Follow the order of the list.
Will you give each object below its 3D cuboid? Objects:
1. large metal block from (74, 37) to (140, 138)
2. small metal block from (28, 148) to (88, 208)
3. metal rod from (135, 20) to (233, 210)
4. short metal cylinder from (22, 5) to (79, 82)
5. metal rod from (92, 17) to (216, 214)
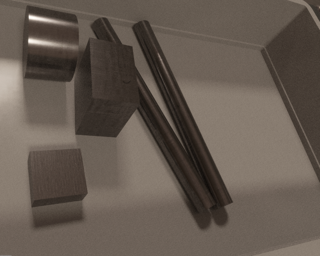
[{"bbox_3d":[-0.066,-0.044,0.363,0.050,0.080,0.080,5,60,-26],"label":"large metal block"},{"bbox_3d":[-0.106,0.050,0.319,0.050,0.025,0.050,-2,63,-29],"label":"small metal block"},{"bbox_3d":[0.026,-0.031,0.440,0.025,0.025,0.299,-10,67,-33],"label":"metal rod"},{"bbox_3d":[-0.129,-0.096,0.360,0.050,0.080,0.080,2,61,-28],"label":"short metal cylinder"},{"bbox_3d":[-0.015,-0.027,0.415,0.025,0.025,0.299,-19,72,-36],"label":"metal rod"}]
